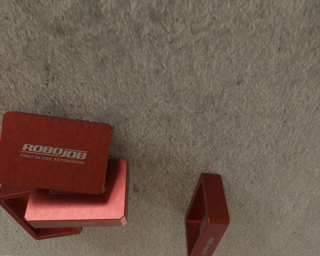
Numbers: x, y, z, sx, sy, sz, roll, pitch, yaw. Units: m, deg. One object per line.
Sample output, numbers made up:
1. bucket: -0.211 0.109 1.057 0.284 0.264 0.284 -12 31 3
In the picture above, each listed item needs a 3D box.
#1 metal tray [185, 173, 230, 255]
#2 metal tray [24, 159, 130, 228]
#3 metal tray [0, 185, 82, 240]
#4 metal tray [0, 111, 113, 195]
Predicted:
1. metal tray: 0.070 0.145 0.489 0.030 0.090 0.129 7 130 -6
2. metal tray: -0.111 0.091 0.436 0.131 0.090 0.030 -1 145 0
3. metal tray: -0.194 0.136 0.516 0.090 0.030 0.129 -12 130 9
4. metal tray: -0.132 0.031 0.397 0.131 0.030 0.089 8 92 -7
